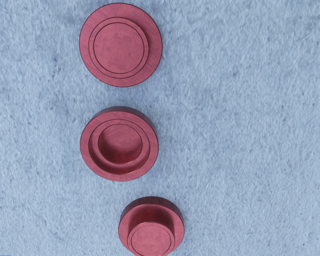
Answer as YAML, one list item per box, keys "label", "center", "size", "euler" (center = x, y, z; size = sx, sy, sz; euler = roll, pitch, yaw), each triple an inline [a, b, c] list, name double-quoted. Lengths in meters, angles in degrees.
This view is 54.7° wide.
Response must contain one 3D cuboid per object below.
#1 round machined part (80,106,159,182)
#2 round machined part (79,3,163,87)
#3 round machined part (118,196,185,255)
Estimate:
- label: "round machined part"
  center: [-0.051, 0.018, 0.407]
  size: [0.099, 0.042, 0.097]
  euler: [0, 110, -1]
- label: "round machined part"
  center: [-0.046, -0.095, 0.365]
  size: [0.099, 0.042, 0.097]
  euler: [0, 110, -1]
- label: "round machined part"
  center: [-0.013, 0.154, 0.457]
  size: [0.099, 0.042, 0.097]
  euler: [0, 110, -1]
